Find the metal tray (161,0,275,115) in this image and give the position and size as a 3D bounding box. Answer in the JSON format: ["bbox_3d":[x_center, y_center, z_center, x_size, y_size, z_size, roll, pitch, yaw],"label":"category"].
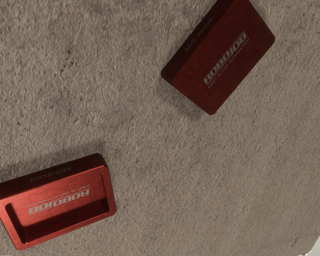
[{"bbox_3d":[0.075,-0.090,0.391,0.090,0.030,0.130,33,100,-39],"label":"metal tray"}]

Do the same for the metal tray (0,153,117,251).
[{"bbox_3d":[-0.126,0.092,0.392,0.131,0.030,0.089,-17,126,-19],"label":"metal tray"}]
